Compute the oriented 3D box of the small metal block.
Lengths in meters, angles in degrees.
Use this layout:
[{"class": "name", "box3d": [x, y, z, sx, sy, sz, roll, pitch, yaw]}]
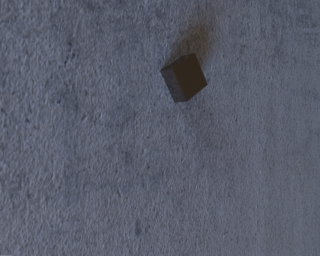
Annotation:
[{"class": "small metal block", "box3d": [0.035, -0.070, 0.436, 0.050, 0.025, 0.050, -40, 115, -33]}]
